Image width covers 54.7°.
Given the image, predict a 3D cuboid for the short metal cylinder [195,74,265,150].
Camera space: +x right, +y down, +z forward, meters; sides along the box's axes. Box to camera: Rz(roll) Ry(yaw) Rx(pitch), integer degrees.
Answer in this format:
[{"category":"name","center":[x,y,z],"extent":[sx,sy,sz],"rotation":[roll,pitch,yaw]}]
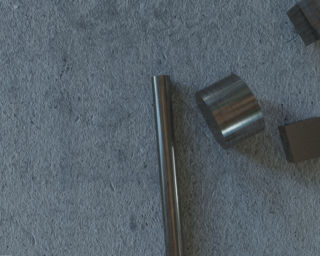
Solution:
[{"category":"short metal cylinder","center":[0.085,-0.020,0.383],"extent":[0.050,0.080,0.080],"rotation":[-27,90,0]}]

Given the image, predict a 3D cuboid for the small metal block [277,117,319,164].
[{"category":"small metal block","center":[0.192,0.015,0.411],"extent":[0.050,0.025,0.050],"rotation":[-15,90,0]}]

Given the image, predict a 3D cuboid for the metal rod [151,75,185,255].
[{"category":"metal rod","center":[0.013,0.081,0.409],"extent":[0.025,0.025,0.298],"rotation":[-5,90,0]}]

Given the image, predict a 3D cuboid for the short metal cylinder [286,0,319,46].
[{"category":"short metal cylinder","center":[0.208,-0.146,0.384],"extent":[0.080,0.080,0.050],"rotation":[-31,90,0]}]
